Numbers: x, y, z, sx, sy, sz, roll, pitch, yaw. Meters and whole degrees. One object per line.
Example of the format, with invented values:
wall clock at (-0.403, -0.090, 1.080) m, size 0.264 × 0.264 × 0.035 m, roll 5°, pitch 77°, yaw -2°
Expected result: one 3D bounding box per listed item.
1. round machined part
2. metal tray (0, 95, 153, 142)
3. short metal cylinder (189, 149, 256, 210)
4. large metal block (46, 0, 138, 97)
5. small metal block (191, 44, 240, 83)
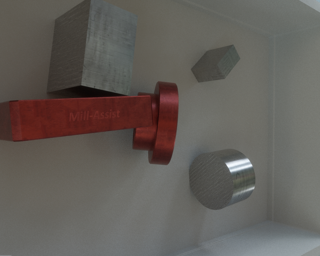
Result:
round machined part at (-0.008, -0.007, 0.365) m, size 0.042 × 0.098 × 0.097 m, roll 6°, pitch 86°, yaw -6°
metal tray at (-0.083, -0.011, 0.295) m, size 0.131 × 0.090 × 0.030 m, roll -7°, pitch 95°, yaw -40°
short metal cylinder at (0.089, 0.073, 0.448) m, size 0.050 × 0.080 × 0.079 m, roll -6°, pitch 94°, yaw -40°
large metal block at (-0.070, -0.073, 0.313) m, size 0.050 × 0.080 × 0.080 m, roll 9°, pitch 85°, yaw -40°
small metal block at (0.083, -0.095, 0.462) m, size 0.050 × 0.050 × 0.025 m, roll -50°, pitch 120°, yaw -28°
